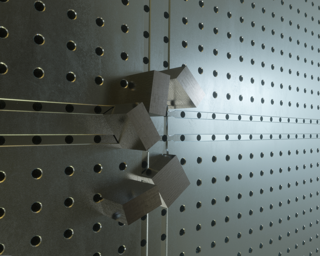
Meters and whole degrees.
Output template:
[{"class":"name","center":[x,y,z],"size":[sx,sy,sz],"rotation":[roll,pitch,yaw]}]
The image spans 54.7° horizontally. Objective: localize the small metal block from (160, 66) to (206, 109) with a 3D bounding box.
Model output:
[{"class":"small metal block","center":[0.024,-0.053,0.415],"size":[0.050,0.050,0.025],"rotation":[51,60,-28]}]

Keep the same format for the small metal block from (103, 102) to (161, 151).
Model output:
[{"class":"small metal block","center":[-0.033,-0.002,0.367],"size":[0.025,0.050,0.050],"rotation":[-41,115,-33]}]

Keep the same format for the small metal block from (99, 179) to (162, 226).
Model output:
[{"class":"small metal block","center":[-0.035,0.086,0.366],"size":[0.050,0.050,0.025],"rotation":[-23,105,-38]}]

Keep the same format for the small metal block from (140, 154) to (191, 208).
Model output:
[{"class":"small metal block","center":[0.008,0.070,0.418],"size":[0.050,0.025,0.050],"rotation":[-41,115,-33]}]

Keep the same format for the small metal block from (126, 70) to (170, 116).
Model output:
[{"class":"small metal block","center":[-0.016,-0.041,0.381],"size":[0.025,0.050,0.050],"rotation":[11,83,-40]}]
